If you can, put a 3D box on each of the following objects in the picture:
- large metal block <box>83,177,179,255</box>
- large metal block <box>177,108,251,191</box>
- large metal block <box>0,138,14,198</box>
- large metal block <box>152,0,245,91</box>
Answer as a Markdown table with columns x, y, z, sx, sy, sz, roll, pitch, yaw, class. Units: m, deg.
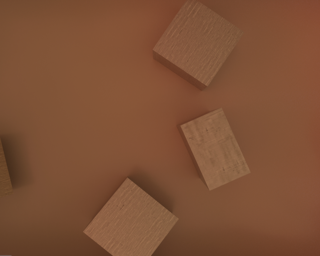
| x | y | z | sx | sy | sz | roll | pitch | yaw | class |
| --- | --- | --- | --- | --- | --- | --- | --- | --- | --- |
| -0.036 | 0.119 | 0.392 | 0.080 | 0.050 | 0.080 | 39 | 79 | 0 | large metal block |
| 0.062 | 0.023 | 0.385 | 0.050 | 0.080 | 0.080 | -24 | 90 | 0 | large metal block |
| -0.237 | 0.054 | 0.375 | 0.081 | 0.050 | 0.080 | -14 | 90 | -45 | large metal block |
| 0.047 | -0.106 | 0.400 | 0.080 | 0.050 | 0.080 | 34 | 90 | -1 | large metal block |
